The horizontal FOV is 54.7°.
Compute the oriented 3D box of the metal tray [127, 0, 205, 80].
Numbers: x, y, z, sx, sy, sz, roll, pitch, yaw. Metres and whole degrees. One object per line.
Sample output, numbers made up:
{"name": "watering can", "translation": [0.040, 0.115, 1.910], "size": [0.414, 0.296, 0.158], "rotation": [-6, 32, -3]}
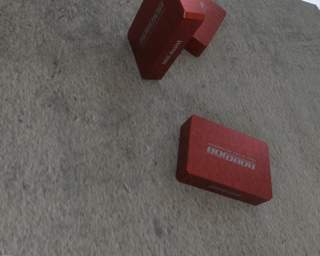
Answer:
{"name": "metal tray", "translation": [0.001, -0.138, 0.423], "size": [0.030, 0.129, 0.090], "rotation": [-5, 64, -31]}

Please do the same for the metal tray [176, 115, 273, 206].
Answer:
{"name": "metal tray", "translation": [0.090, 0.045, 0.424], "size": [0.131, 0.030, 0.090], "rotation": [20, 54, -17]}

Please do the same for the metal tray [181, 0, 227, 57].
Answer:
{"name": "metal tray", "translation": [0.059, -0.194, 0.553], "size": [0.090, 0.030, 0.130], "rotation": [35, 51, -6]}
